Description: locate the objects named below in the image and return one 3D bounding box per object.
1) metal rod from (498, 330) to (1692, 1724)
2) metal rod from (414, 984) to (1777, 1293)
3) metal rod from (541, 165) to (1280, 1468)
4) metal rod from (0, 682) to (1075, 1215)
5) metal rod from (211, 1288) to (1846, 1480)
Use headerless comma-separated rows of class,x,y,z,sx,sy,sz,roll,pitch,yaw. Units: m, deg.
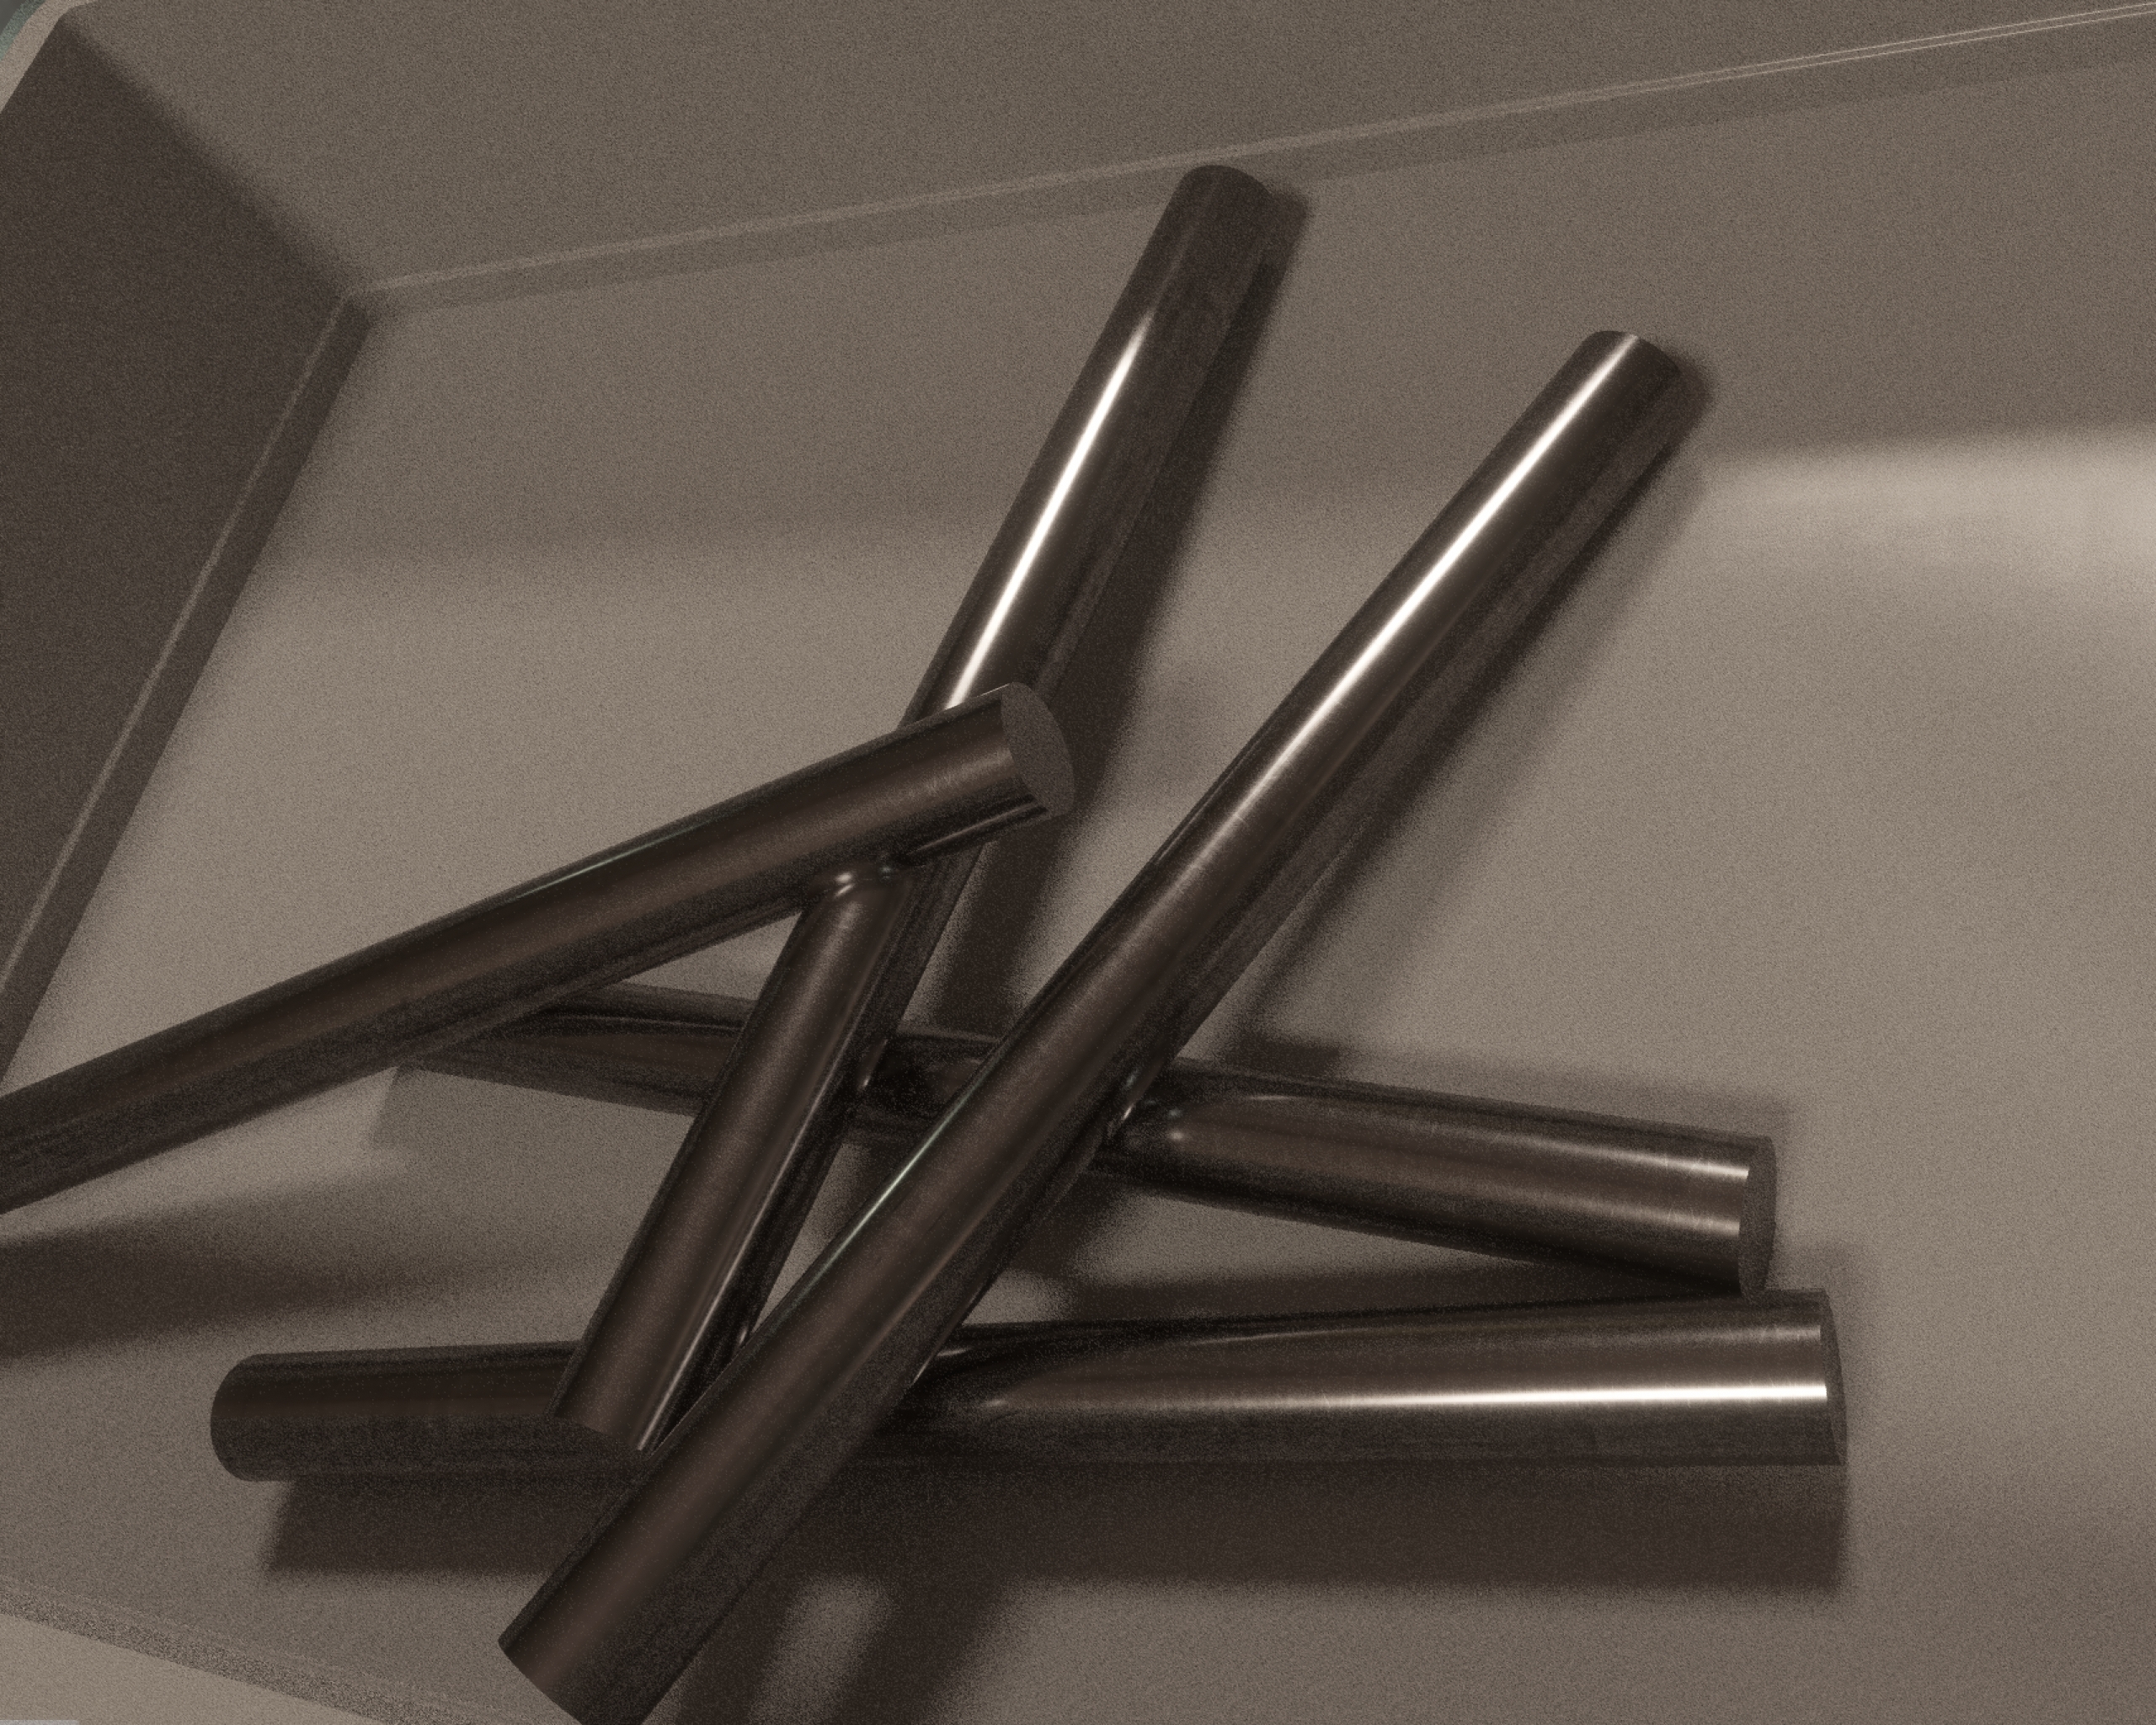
metal rod,0.015,0.016,0.360,0.025,0.025,0.301,27,68,37
metal rod,-0.027,0.043,0.390,0.300,0.025,0.025,5,64,30
metal rod,-0.021,-0.027,0.408,0.025,0.025,0.300,7,59,31
metal rod,-0.137,0.028,0.425,0.300,0.025,0.025,-20,54,22
metal rod,-0.028,0.093,0.360,0.301,0.025,0.025,-8,58,23
